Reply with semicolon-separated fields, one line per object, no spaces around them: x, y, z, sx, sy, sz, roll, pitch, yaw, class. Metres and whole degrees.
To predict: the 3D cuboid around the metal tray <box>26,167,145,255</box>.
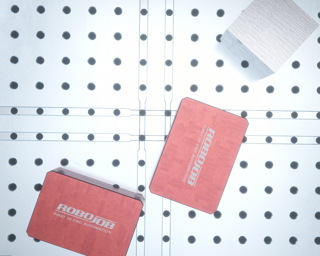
-0.096;0.116;0.410;0.131;0.030;0.090;19;90;-1;metal tray

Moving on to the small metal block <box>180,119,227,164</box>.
0.056;0.015;0.414;0.050;0.025;0.050;22;90;-1;small metal block

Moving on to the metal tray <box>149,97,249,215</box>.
0.049;0.035;0.404;0.090;0.030;0.129;20;90;-1;metal tray

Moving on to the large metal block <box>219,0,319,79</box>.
0.138;-0.123;0.403;0.080;0.050;0.080;43;90;-1;large metal block
